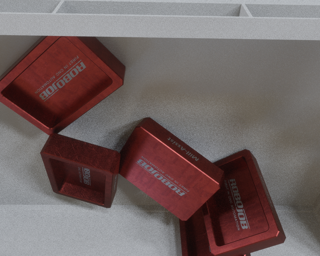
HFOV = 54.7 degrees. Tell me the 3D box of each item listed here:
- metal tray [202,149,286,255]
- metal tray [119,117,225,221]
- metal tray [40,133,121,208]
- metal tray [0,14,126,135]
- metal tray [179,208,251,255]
[{"bbox_3d":[0.104,0.103,0.427,0.090,0.130,0.030,-27,135,20],"label":"metal tray"},{"bbox_3d":[0.009,0.057,0.421,0.130,0.030,0.089,36,124,2],"label":"metal tray"},{"bbox_3d":[-0.105,0.064,0.424,0.090,0.030,0.129,16,145,0],"label":"metal tray"},{"bbox_3d":[-0.116,-0.054,0.357,0.130,0.030,0.090,-32,124,24],"label":"metal tray"},{"bbox_3d":[0.077,0.149,0.468,0.090,0.130,0.030,-23,130,18],"label":"metal tray"}]
